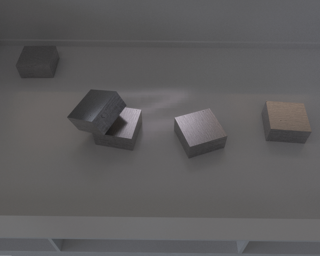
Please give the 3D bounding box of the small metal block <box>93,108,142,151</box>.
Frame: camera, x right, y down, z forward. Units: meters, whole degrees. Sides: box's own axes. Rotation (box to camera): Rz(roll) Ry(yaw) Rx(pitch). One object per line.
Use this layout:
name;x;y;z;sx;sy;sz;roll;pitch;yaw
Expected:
small metal block;-0.054;-0.001;0.406;0.050;0.025;0.050;9;51;7

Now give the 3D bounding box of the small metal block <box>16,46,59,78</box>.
small metal block;-0.193;-0.105;0.492;0.050;0.025;0.050;-1;50;-1

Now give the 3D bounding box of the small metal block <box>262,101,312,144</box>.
small metal block;0.167;-0.008;0.413;0.050;0.025;0.050;4;50;3

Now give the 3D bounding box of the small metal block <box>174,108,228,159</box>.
small metal block;0.051;0.006;0.400;0.050;0.025;0.050;-15;52;-13

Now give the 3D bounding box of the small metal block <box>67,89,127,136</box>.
small metal block;-0.079;-0.021;0.388;0.050;0.025;0.050;9;55;40
